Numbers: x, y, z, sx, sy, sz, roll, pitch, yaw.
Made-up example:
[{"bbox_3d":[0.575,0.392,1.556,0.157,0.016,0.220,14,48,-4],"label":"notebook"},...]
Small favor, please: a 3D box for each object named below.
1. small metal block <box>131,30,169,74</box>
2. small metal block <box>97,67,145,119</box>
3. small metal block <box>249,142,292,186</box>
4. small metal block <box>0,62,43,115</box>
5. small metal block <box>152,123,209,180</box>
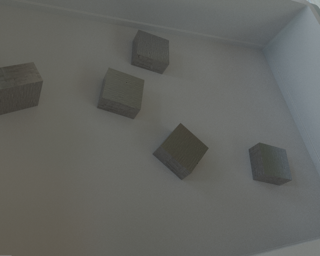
[{"bbox_3d":[-0.014,-0.114,0.468,0.050,0.025,0.050,14,56,-21],"label":"small metal block"},{"bbox_3d":[-0.051,-0.045,0.406,0.050,0.025,0.050,17,55,-19],"label":"small metal block"},{"bbox_3d":[0.163,0.054,0.460,0.050,0.025,0.050,14,56,-20],"label":"small metal block"},{"bbox_3d":[-0.157,-0.041,0.330,0.050,0.050,0.025,-21,73,-36],"label":"small metal block"},{"bbox_3d":[0.027,0.030,0.402,0.050,0.025,0.050,42,51,0],"label":"small metal block"}]
